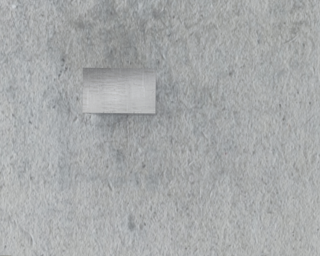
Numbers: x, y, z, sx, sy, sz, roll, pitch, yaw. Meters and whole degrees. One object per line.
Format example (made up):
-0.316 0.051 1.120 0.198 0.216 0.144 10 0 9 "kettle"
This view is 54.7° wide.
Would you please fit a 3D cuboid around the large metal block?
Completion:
-0.045 -0.042 0.382 0.081 0.080 0.050 1 90 -1 "large metal block"
